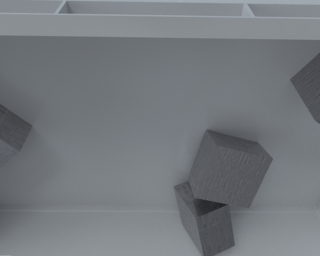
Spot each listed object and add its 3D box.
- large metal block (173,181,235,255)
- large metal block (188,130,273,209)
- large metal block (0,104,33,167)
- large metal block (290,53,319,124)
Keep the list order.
[{"bbox_3d":[0.065,0.132,0.466,0.050,0.080,0.080,-19,117,-13],"label":"large metal block"},{"bbox_3d":[0.093,0.056,0.426,0.081,0.050,0.079,14,110,-12],"label":"large metal block"},{"bbox_3d":[-0.230,0.010,0.399,0.080,0.050,0.080,-33,123,25],"label":"large metal block"},{"bbox_3d":[0.201,-0.048,0.334,0.050,0.080,0.080,27,125,-21],"label":"large metal block"}]
